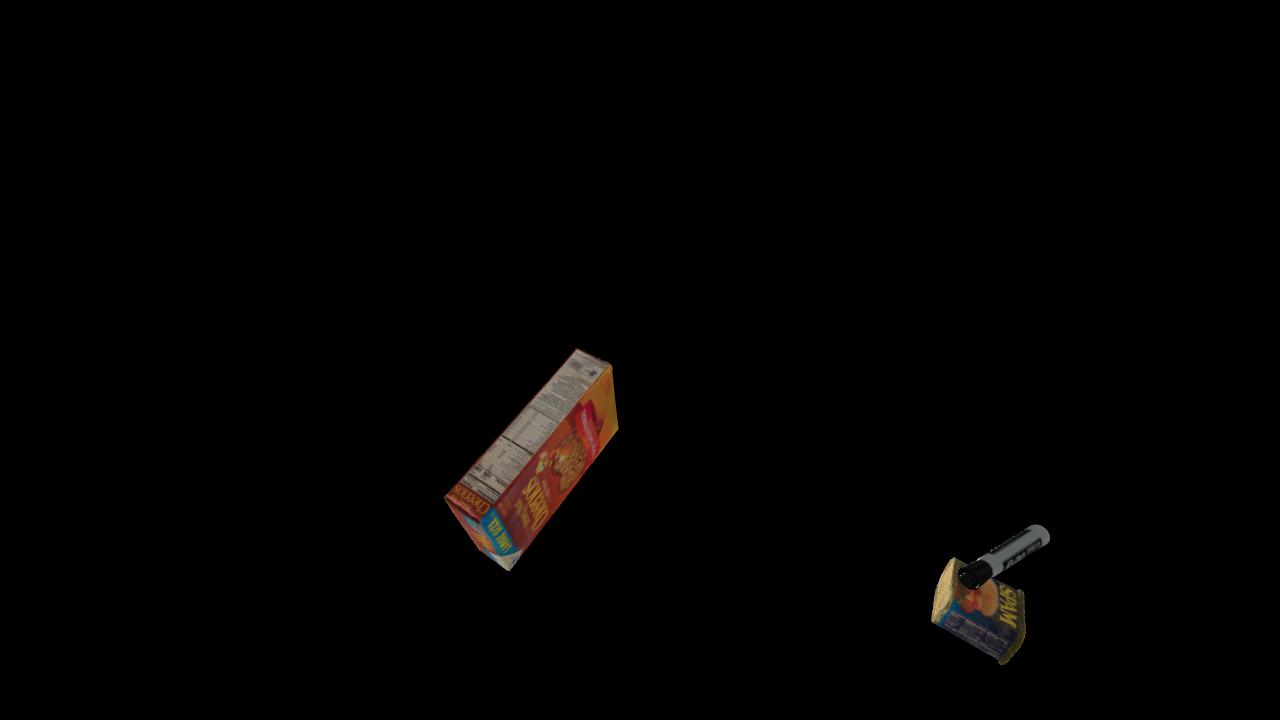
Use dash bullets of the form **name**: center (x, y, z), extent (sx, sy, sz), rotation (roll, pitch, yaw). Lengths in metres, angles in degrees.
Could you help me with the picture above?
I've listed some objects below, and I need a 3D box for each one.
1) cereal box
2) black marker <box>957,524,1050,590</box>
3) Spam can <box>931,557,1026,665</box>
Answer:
- **cereal box**: center (-0.150, 0.155, 0.954), extent (0.081, 0.306, 0.203), rotation (26, -32, 19)
- **black marker**: center (0.308, 0.166, 0.521), extent (0.121, 0.020, 0.020), rotation (-11, 6, -32)
- **Spam can**: center (0.412, 0.302, 0.752), extent (0.085, 0.058, 0.101), rotation (27, 29, 20)
